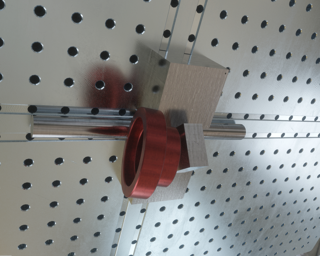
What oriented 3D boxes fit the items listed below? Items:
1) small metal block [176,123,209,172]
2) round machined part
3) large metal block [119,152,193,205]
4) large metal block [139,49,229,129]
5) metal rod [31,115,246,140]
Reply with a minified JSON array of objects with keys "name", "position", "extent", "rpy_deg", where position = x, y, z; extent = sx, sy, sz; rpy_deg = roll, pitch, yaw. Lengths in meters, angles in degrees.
[{"name":"small metal block","position":[0.029,0.025,0.370],"extent":[0.025,0.050,0.050],"rpy_deg":[1,74,-29]},{"name":"round machined part","position":[-0.009,0.029,0.339],"extent":[0.042,0.098,0.097],"rpy_deg":[11,114,-17]},{"name":"large metal block","position":[-0.003,0.054,0.427],"extent":[0.081,0.050,0.079],"rpy_deg":[1,118,-29]},{"name":"large metal block","position":[0.027,-0.046,0.381],"extent":[0.081,0.050,0.079],"rpy_deg":[0,118,-29]},{"name":"metal rod","position":[-0.007,0.002,0.409],"extent":[0.303,0.025,0.025],"rpy_deg":[2,118,-29]}]
